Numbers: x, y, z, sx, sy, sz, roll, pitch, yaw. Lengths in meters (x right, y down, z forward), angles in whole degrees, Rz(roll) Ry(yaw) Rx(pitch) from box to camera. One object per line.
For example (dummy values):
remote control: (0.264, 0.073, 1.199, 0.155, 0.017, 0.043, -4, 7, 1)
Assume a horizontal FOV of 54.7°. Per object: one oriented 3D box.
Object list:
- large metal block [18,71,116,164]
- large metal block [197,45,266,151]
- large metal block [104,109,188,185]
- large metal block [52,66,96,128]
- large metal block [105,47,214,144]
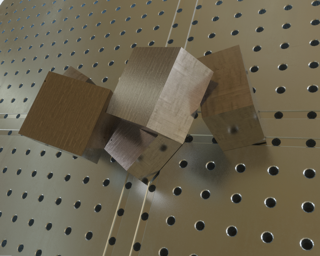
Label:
large metal block: (-0.103, -0.011, 0.367, 0.080, 0.050, 0.080, 18, 77, 13)
large metal block: (0.080, -0.031, 0.349, 0.050, 0.080, 0.080, -15, 56, 19)
large metal block: (-0.026, 0.011, 0.397, 0.080, 0.050, 0.080, -48, 52, -6)
large metal block: (-0.119, -0.028, 0.450, 0.050, 0.080, 0.080, 34, 81, 38)
large metal block: (-0.003, -0.037, 0.326, 0.080, 0.050, 0.080, 19, 84, 51)
